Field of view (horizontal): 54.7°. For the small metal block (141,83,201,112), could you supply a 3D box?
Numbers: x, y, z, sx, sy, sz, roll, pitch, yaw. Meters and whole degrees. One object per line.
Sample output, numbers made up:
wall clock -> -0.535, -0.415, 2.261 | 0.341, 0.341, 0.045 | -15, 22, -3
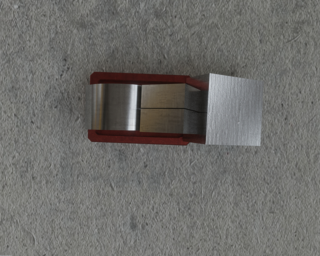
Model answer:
small metal block -> 0.013, -0.033, 0.346 | 0.050, 0.050, 0.025 | 2, 89, 26

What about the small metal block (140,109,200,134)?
small metal block -> 0.012, -0.007, 0.346 | 0.050, 0.050, 0.025 | 2, 89, 26

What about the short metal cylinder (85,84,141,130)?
short metal cylinder -> -0.048, -0.023, 0.370 | 0.081, 0.080, 0.050 | 1, 90, 0

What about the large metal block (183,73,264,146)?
large metal block -> 0.078, -0.020, 0.385 | 0.081, 0.050, 0.080 | 3, 90, -26

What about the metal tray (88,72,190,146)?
metal tray -> -0.025, -0.025, 0.408 | 0.131, 0.030, 0.089 | 2, 90, 0
